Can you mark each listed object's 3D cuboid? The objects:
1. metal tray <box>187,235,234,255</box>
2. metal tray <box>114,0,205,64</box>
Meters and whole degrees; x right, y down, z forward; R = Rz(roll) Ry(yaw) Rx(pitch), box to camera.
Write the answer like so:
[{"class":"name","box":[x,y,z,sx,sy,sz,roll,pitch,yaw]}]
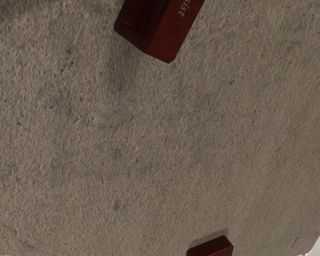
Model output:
[{"class":"metal tray","box":[0.098,0.289,0.639,0.091,0.030,0.129,-13,124,-22]},{"class":"metal tray","box":[0.009,-0.135,0.287,0.030,0.090,0.129,17,110,-35]}]
